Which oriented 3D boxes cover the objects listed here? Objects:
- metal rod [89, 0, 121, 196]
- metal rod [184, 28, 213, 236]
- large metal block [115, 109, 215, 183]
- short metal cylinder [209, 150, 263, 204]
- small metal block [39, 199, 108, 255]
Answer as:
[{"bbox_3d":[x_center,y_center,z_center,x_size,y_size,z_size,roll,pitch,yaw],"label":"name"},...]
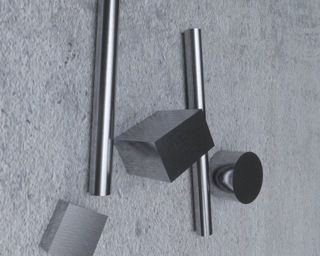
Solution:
[{"bbox_3d":[-0.061,-0.075,0.354,0.025,0.025,0.298,4,88,-40],"label":"metal rod"},{"bbox_3d":[0.057,0.008,0.454,0.025,0.025,0.298,-7,94,-40],"label":"metal rod"},{"bbox_3d":[0.004,0.018,0.375,0.081,0.080,0.050,-34,112,-35],"label":"large metal block"},{"bbox_3d":[0.119,0.076,0.491,0.081,0.050,0.079,0,90,-40],"label":"short metal cylinder"},{"bbox_3d":[-0.091,0.109,0.330,0.050,0.025,0.050,33,70,-36],"label":"small metal block"}]
